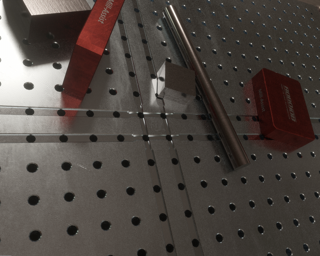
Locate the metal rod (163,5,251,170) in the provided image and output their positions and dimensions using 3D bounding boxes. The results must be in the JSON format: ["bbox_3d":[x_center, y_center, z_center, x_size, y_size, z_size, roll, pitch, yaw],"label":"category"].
[{"bbox_3d":[0.067,-0.076,0.492,0.025,0.025,0.299,-7,66,-32],"label":"metal rod"}]

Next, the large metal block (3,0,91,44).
[{"bbox_3d":[-0.151,-0.165,0.412,0.081,0.050,0.080,-23,74,-36],"label":"large metal block"}]

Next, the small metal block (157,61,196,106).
[{"bbox_3d":[0.025,-0.067,0.464,0.050,0.025,0.050,15,56,-20],"label":"small metal block"}]

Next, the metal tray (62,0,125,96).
[{"bbox_3d":[-0.081,-0.116,0.394,0.030,0.090,0.130,23,53,-15],"label":"metal tray"}]

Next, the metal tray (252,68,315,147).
[{"bbox_3d":[0.216,-0.037,0.547,0.091,0.030,0.130,15,56,-20],"label":"metal tray"}]
